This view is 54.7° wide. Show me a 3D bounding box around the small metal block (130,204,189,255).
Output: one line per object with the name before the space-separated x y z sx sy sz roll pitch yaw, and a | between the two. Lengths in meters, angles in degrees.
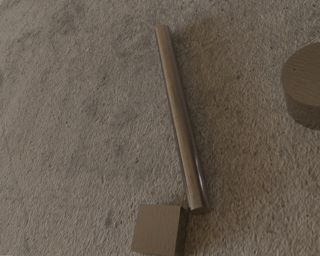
small metal block | 0.001 0.111 0.335 0.050 0.025 0.050 -4 60 26

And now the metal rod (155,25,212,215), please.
metal rod | 0.024 -0.034 0.412 0.025 0.025 0.299 -20 54 16

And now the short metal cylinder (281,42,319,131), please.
short metal cylinder | 0.173 -0.044 0.324 0.080 0.050 0.080 -13 56 21
